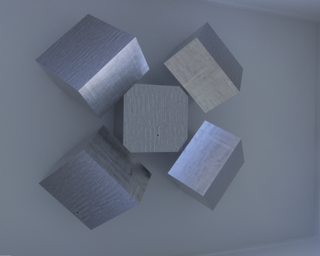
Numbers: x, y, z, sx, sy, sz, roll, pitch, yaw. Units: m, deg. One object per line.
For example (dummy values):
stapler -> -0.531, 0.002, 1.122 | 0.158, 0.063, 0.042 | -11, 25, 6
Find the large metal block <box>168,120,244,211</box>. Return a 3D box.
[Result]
large metal block -> 0.063, 0.050, 0.395 | 0.080, 0.050, 0.080 | -54, 151, -13

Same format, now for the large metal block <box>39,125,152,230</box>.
large metal block -> -0.071, 0.057, 0.348 | 0.080, 0.050, 0.080 | -34, 106, 29

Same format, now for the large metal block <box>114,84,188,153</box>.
large metal block -> -0.012, -0.011, 0.390 | 0.081, 0.050, 0.080 | 1, 90, -20

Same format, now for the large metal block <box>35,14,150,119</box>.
large metal block -> -0.073, -0.070, 0.344 | 0.080, 0.080, 0.050 | -48, 148, -14

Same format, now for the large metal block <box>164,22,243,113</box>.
large metal block -> 0.059, -0.079, 0.395 | 0.080, 0.050, 0.080 | 48, 32, -13
